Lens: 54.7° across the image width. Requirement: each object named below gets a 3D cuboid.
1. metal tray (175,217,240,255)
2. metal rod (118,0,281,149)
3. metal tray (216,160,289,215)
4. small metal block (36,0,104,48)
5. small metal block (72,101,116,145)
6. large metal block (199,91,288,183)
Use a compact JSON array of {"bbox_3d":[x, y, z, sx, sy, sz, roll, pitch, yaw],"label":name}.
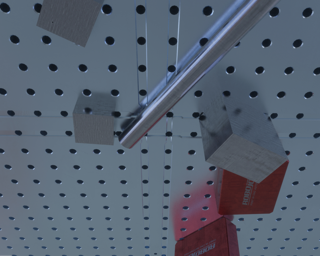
[{"bbox_3d":[0.082,0.231,0.563,0.030,0.090,0.130,40,120,-20],"label":"metal tray"},{"bbox_3d":[0.046,-0.072,0.350,0.025,0.025,0.299,31,124,-24],"label":"metal rod"},{"bbox_3d":[0.138,0.085,0.482,0.091,0.030,0.129,-2,130,1],"label":"metal tray"},{"bbox_3d":[-0.089,-0.117,0.311,0.050,0.025,0.050,22,127,-18],"label":"small metal block"},{"bbox_3d":[-0.085,-0.005,0.406,0.050,0.025,0.050,4,130,-4],"label":"small metal block"},{"bbox_3d":[0.100,0.011,0.386,0.080,0.080,0.050,24,126,-19],"label":"large metal block"}]
